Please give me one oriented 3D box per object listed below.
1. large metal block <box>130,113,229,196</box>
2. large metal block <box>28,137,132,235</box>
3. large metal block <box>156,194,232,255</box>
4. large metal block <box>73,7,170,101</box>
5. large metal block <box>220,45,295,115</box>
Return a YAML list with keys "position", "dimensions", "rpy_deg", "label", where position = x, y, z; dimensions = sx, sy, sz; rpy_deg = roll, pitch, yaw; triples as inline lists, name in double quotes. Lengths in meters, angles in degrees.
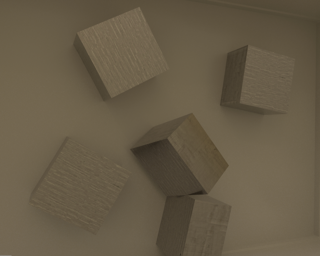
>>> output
- position: [0.023, 0.036, 0.383]
  dimensions: [0.050, 0.080, 0.080]
  rpy_deg: [-45, 105, -35]
  label: "large metal block"
- position: [-0.093, 0.065, 0.363]
  dimensions: [0.080, 0.050, 0.080]
  rpy_deg: [32, 80, -17]
  label: "large metal block"
- position: [0.040, 0.126, 0.396]
  dimensions: [0.050, 0.080, 0.080]
  rpy_deg: [15, 85, -20]
  label: "large metal block"
- position: [-0.048, -0.088, 0.379]
  dimensions: [0.080, 0.050, 0.080]
  rpy_deg: [-30, 100, -18]
  label: "large metal block"
- position: [0.141, -0.066, 0.449]
  dimensions: [0.081, 0.050, 0.080]
  rpy_deg: [10, 87, -20]
  label: "large metal block"
